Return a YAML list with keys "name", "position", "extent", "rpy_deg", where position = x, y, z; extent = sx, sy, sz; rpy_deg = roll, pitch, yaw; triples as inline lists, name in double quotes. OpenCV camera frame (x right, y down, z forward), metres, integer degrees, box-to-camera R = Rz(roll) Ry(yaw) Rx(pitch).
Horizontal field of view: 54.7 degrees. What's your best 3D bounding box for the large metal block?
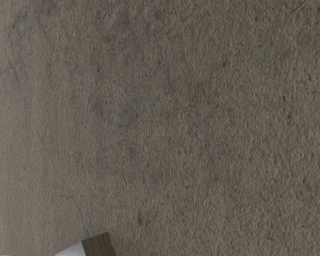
- name: "large metal block"
  position: [-0.110, 0.219, 0.480]
  extent: [0.080, 0.050, 0.080]
  rpy_deg: [-36, 68, 34]
